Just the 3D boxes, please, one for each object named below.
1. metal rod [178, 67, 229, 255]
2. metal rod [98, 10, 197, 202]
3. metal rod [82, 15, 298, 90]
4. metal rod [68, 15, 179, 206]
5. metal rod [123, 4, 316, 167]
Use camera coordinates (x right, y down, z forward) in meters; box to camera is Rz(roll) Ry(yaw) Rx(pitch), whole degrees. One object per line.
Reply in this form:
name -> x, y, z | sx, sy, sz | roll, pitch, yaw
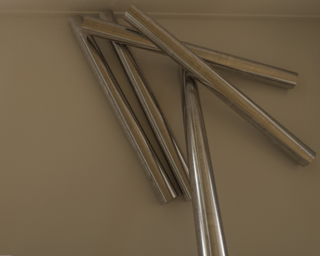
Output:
metal rod -> 0.041, 0.025, 0.336 | 0.025, 0.025, 0.300 | -1, 45, -1
metal rod -> -0.020, -0.042, 0.424 | 0.025, 0.025, 0.299 | -23, 72, -9
metal rod -> 0.043, -0.105, 0.432 | 0.302, 0.025, 0.025 | 15, 71, -2
metal rod -> -0.057, -0.036, 0.422 | 0.025, 0.025, 0.299 | -26, 72, -9
metal rod -> 0.076, -0.056, 0.402 | 0.300, 0.025, 0.025 | 40, 74, 2
